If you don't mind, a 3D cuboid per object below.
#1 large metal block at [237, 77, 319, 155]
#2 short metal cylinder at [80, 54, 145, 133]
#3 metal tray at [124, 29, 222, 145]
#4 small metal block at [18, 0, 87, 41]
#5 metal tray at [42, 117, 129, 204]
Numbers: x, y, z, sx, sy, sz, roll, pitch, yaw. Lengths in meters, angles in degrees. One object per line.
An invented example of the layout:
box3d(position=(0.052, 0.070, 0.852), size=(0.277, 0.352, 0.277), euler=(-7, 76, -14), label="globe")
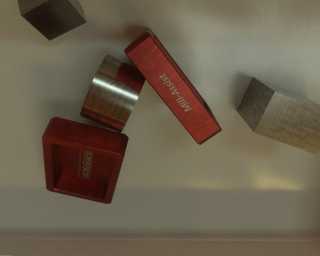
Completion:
box3d(position=(0.150, -0.018, 0.378), size=(0.080, 0.080, 0.050), euler=(19, 109, -7), label="large metal block")
box3d(position=(-0.054, -0.040, 0.366), size=(0.050, 0.080, 0.080), euler=(24, 108, -9), label="short metal cylinder")
box3d(position=(0.016, -0.051, 0.358), size=(0.030, 0.090, 0.130), euler=(-36, 107, 12), label="metal tray")
box3d(position=(-0.119, -0.131, 0.346), size=(0.050, 0.050, 0.025), euler=(-24, 69, 8), label="small metal block")
box3d(position=(-0.096, 0.047, 0.392), size=(0.091, 0.030, 0.129), euler=(14, 140, -6), label="metal tray")
